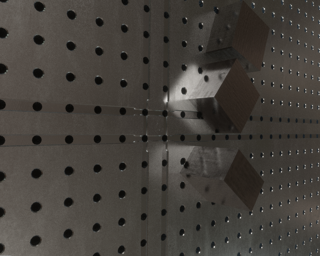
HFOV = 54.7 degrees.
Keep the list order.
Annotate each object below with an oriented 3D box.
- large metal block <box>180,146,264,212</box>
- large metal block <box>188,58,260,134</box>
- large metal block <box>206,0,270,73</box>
[{"bbox_3d":[0.090,0.072,0.452,0.080,0.080,0.050,47,62,-30],"label":"large metal block"},{"bbox_3d":[0.102,-0.048,0.481,0.080,0.050,0.080,48,62,-30],"label":"large metal block"},{"bbox_3d":[0.127,-0.143,0.502,0.080,0.050,0.080,25,74,-38],"label":"large metal block"}]
